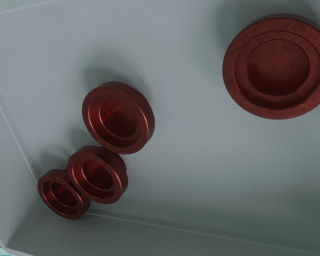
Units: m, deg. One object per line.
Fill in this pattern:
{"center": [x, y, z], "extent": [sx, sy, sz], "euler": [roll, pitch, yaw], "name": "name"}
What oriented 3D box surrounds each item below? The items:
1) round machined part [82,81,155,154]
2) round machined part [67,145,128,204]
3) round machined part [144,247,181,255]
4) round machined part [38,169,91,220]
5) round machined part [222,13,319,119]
{"center": [-0.050, -0.017, 0.412], "extent": [0.098, 0.042, 0.097], "euler": [13, 124, 20], "name": "round machined part"}
{"center": [-0.092, 0.068, 0.487], "extent": [0.098, 0.042, 0.097], "euler": [13, 124, 20], "name": "round machined part"}
{"center": [0.007, 0.267, 0.560], "extent": [0.098, 0.042, 0.097], "euler": [13, 124, 20], "name": "round machined part"}
{"center": [-0.164, 0.112, 0.551], "extent": [0.098, 0.042, 0.097], "euler": [13, 124, 20], "name": "round machined part"}
{"center": [0.114, -0.061, 0.300], "extent": [0.098, 0.042, 0.097], "euler": [13, 124, 20], "name": "round machined part"}
